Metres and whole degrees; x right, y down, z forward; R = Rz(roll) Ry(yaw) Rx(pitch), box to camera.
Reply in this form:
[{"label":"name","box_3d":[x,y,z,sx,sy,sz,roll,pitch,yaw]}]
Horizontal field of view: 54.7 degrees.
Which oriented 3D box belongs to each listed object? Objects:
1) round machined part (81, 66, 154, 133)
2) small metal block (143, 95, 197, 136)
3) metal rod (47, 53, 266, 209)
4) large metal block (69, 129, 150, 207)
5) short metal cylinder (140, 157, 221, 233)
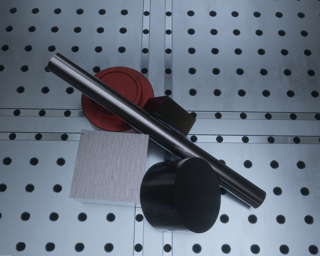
[{"label":"round machined part","box_3d":[-0.057,-0.041,0.417,0.099,0.042,0.098,0,70,-1]},{"label":"small metal block","box_3d":[0.009,-0.015,0.394,0.050,0.050,0.025,38,74,-24]},{"label":"metal rod","box_3d":[-0.002,0.004,0.376,0.301,0.025,0.025,34,73,-2]},{"label":"large metal block","box_3d":[-0.057,0.051,0.377,0.081,0.050,0.080,5,70,1]},{"label":"short metal cylinder","box_3d":[0.024,0.075,0.348,0.081,0.050,0.080,15,69,-43]}]
